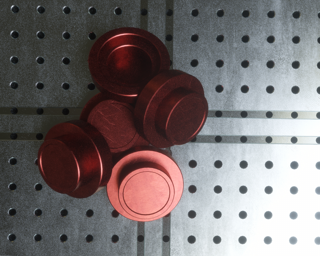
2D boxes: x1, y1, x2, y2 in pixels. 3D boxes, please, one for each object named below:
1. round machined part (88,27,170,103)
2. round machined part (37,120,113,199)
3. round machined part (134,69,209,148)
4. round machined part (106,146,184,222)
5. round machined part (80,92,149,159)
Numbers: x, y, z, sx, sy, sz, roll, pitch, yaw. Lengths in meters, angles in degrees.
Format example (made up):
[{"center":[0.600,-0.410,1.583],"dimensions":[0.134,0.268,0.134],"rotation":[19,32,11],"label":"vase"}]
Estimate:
[{"center":[-0.038,-0.075,0.393],"dimensions":[0.099,0.042,0.098],"rotation":[2,69,-5],"label":"round machined part"},{"center":[-0.110,0.041,0.380],"dimensions":[0.098,0.042,0.097],"rotation":[8,106,28],"label":"round machined part"},{"center":[0.020,-0.018,0.376],"dimensions":[0.042,0.098,0.098],"rotation":[34,90,41],"label":"round machined part"},{"center":[-0.018,0.075,0.392],"dimensions":[0.099,0.042,0.097],"rotation":[-1,102,-6],"label":"round machined part"},{"center":[-0.057,-0.003,0.403],"dimensions":[0.099,0.042,0.097],"rotation":[0,90,-1],"label":"round machined part"}]
